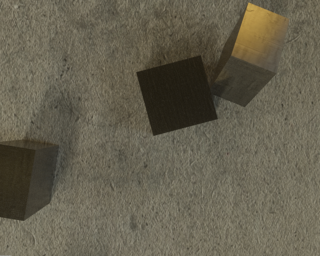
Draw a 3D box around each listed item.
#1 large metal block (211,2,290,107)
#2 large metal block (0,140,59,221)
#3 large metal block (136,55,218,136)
[{"bbox_3d":[0.104,-0.084,0.370,0.050,0.080,0.080,22,66,0],"label":"large metal block"},{"bbox_3d":[-0.168,0.059,0.381,0.050,0.080,0.080,9,90,0],"label":"large metal block"},{"bbox_3d":[0.021,-0.039,0.397,0.080,0.050,0.080,-15,90,0],"label":"large metal block"}]
